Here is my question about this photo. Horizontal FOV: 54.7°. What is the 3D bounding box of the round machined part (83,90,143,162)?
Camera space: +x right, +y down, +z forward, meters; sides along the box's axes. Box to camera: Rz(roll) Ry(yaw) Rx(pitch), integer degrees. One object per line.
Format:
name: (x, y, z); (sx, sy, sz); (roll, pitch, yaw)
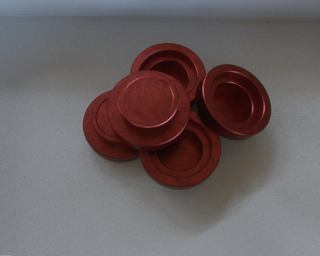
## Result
round machined part: (-0.050, -0.008, 0.399); (0.099, 0.042, 0.098); (0, 70, -1)

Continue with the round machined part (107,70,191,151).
round machined part: (-0.013, -0.026, 0.362); (0.099, 0.042, 0.098); (0, 70, -1)

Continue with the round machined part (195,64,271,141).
round machined part: (0.089, -0.030, 0.399); (0.099, 0.042, 0.098); (8, 66, -19)

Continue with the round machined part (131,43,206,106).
round machined part: (0.011, -0.063, 0.422); (0.099, 0.042, 0.098); (0, 70, -1)

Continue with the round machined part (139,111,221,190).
round machined part: (0.024, 0.029, 0.388); (0.099, 0.042, 0.098); (0, 70, -1)
